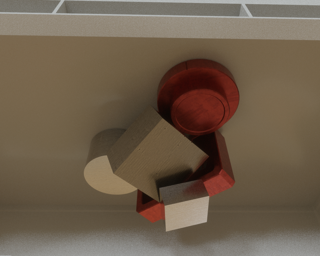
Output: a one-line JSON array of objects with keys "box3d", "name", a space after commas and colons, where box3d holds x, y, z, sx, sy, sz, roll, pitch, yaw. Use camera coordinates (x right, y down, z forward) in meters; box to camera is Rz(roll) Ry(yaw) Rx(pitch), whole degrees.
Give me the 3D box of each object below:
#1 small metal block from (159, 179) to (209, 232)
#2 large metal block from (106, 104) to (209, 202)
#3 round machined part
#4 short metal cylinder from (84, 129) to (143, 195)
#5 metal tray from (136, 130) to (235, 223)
[{"box3d": [0.028, 0.090, 0.359, 0.050, 0.025, 0.050, -10, 130, -9], "name": "small metal block"}, {"box3d": [-0.004, 0.032, 0.371, 0.080, 0.050, 0.080, 39, 95, -28], "name": "large metal block"}, {"box3d": [0.046, -0.029, 0.371, 0.099, 0.042, 0.097, -1, 130, 0], "name": "round machined part"}, {"box3d": [-0.060, 0.048, 0.430, 0.081, 0.050, 0.079, 0, 130, 0], "name": "short metal cylinder"}, {"box3d": [0.029, 0.061, 0.416, 0.130, 0.090, 0.030, -31, 123, 23], "name": "metal tray"}]
